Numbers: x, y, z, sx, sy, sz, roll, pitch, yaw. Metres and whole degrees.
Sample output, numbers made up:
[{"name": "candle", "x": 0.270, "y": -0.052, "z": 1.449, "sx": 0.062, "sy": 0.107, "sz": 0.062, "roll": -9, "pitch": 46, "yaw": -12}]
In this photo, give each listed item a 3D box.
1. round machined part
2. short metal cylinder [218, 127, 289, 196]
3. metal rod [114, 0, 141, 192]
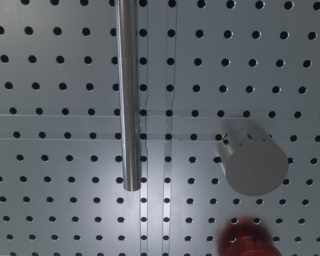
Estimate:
[{"name": "round machined part", "x": 0.143, "y": 0.216, "z": 0.485, "sx": 0.099, "sy": 0.042, "sz": 0.097, "roll": 0, "pitch": 110, "yaw": 0}, {"name": "short metal cylinder", "x": 0.123, "y": 0.044, "z": 0.418, "sx": 0.081, "sy": 0.050, "sz": 0.079, "roll": 0, "pitch": 110, "yaw": 0}, {"name": "metal rod", "x": -0.040, "y": -0.055, "z": 0.392, "sx": 0.025, "sy": 0.025, "sz": 0.298, "roll": 0, "pitch": 110, "yaw": 0}]
